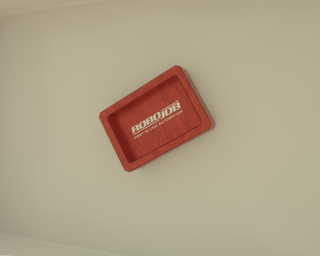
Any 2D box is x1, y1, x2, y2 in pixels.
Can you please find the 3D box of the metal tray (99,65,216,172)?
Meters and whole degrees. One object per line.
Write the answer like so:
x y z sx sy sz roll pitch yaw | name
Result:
-0.006 -0.010 0.407 0.130 0.030 0.090 -30 81 17 | metal tray
